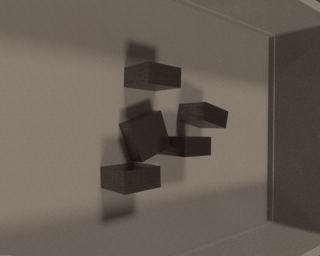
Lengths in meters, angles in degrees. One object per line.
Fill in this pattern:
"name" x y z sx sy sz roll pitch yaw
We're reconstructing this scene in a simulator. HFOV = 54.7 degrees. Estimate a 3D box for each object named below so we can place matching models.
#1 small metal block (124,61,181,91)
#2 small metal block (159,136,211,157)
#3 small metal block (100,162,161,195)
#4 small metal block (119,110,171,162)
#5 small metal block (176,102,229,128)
"small metal block" -0.009 -0.063 0.384 0.050 0.050 0.025 2 89 -40
"small metal block" 0.034 0.024 0.421 0.050 0.050 0.025 1 90 -41
"small metal block" -0.035 0.057 0.363 0.050 0.050 0.025 -3 92 -40
"small metal block" -0.018 0.010 0.393 0.050 0.025 0.050 -26 107 -37
"small metal block" 0.061 -0.017 0.444 0.050 0.050 0.025 17 80 -39
